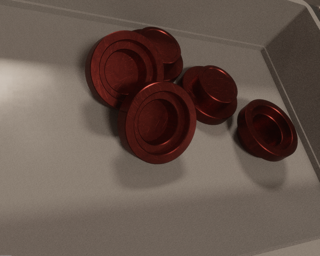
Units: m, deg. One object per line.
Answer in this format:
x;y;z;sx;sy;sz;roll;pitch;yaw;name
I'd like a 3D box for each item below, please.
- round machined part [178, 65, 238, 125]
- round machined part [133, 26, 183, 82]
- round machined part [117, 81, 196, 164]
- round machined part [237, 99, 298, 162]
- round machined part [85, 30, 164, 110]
0.079;-0.057;0.474;0.099;0.042;0.098;14;56;-21;round machined part
-0.008;-0.111;0.459;0.099;0.042;0.098;14;56;-21;round machined part
-0.007;-0.008;0.377;0.099;0.042;0.097;-7;102;-31;round machined part
0.159;0.008;0.479;0.099;0.042;0.098;14;56;-21;round machined part
-0.047;-0.071;0.395;0.099;0.042;0.097;-3;96;-30;round machined part
